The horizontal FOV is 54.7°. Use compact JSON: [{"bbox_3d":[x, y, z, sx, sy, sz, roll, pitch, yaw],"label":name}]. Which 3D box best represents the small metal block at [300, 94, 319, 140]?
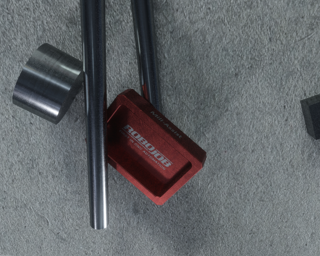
[{"bbox_3d":[0.219,-0.018,0.405,0.050,0.025,0.050,-19,109,7],"label":"small metal block"}]

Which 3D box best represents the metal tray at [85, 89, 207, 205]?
[{"bbox_3d":[-0.019,0.025,0.391,0.130,0.030,0.090,41,118,-1],"label":"metal tray"}]

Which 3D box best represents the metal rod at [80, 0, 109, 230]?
[{"bbox_3d":[-0.075,-0.007,0.365,0.025,0.025,0.298,3,113,-1],"label":"metal rod"}]

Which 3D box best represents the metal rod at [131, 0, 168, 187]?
[{"bbox_3d":[-0.012,-0.051,0.390,0.025,0.025,0.298,-5,110,1],"label":"metal rod"}]

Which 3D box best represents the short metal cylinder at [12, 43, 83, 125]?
[{"bbox_3d":[-0.125,-0.051,0.361,0.050,0.080,0.080,28,108,-10],"label":"short metal cylinder"}]
